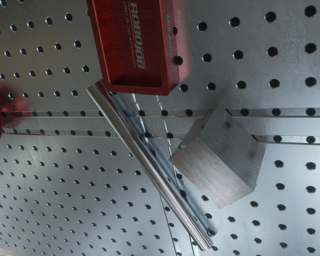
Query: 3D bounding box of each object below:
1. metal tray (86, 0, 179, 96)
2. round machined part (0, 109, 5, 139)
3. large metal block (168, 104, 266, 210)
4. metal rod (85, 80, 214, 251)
[{"bbox_3d":[-0.030,-0.104,0.357,0.090,0.030,0.129,7,122,24],"label":"metal tray"},{"bbox_3d":[-0.321,-0.017,0.556,0.098,0.042,0.097,13,124,20],"label":"round machined part"},{"bbox_3d":[0.069,0.031,0.358,0.080,0.080,0.050,44,129,-3],"label":"large metal block"},{"bbox_3d":[-0.009,0.062,0.452,0.025,0.025,0.299,-25,105,36],"label":"metal rod"}]
